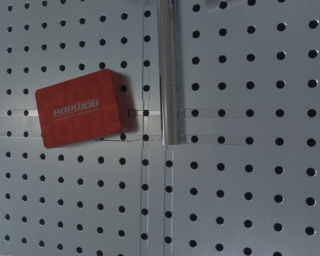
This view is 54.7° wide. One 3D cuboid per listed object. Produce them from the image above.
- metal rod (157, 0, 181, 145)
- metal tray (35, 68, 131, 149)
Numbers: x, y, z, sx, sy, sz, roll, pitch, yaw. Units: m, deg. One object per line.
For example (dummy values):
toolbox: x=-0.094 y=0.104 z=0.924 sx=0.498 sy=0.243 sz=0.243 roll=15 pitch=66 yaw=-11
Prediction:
metal rod: x=0.009 y=-0.127 z=0.409 sx=0.025 sy=0.025 sz=0.298 roll=-2 pitch=89 yaw=20
metal tray: x=-0.114 y=-0.025 z=0.450 sx=0.130 sy=0.030 sz=0.090 roll=-13 pitch=86 yaw=19
